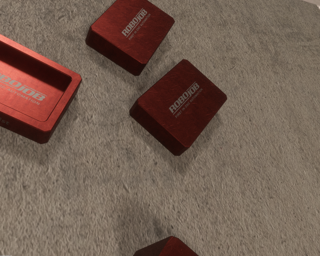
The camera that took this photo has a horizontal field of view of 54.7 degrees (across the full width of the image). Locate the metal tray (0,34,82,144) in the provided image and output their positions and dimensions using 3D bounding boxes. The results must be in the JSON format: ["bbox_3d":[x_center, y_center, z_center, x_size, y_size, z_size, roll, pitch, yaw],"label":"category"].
[{"bbox_3d":[-0.165,-0.049,0.341,0.131,0.030,0.090,27,52,-12],"label":"metal tray"}]

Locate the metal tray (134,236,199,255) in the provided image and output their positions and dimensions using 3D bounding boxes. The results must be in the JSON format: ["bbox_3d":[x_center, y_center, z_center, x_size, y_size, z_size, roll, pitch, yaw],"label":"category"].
[{"bbox_3d":[0.034,0.160,0.283,0.130,0.090,0.030,41,51,-1],"label":"metal tray"}]

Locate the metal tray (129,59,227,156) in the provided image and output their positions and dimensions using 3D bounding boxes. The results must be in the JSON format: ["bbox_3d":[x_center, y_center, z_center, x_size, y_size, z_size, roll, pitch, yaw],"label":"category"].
[{"bbox_3d":[0.030,-0.034,0.439,0.090,0.030,0.131,43,51,1],"label":"metal tray"}]

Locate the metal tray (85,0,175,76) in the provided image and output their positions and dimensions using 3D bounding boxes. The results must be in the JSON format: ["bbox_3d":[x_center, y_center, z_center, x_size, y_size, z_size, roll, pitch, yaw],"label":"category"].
[{"bbox_3d":[-0.041,-0.148,0.471,0.090,0.030,0.130,33,51,-7],"label":"metal tray"}]
